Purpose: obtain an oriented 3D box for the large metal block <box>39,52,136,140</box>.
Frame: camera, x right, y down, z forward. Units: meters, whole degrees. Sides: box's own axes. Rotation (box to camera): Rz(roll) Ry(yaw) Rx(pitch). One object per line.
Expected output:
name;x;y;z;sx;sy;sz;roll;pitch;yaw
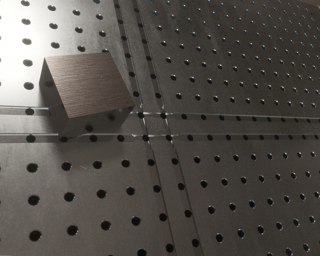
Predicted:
large metal block;-0.088;-0.041;0.370;0.081;0.050;0.080;-14;69;-34
